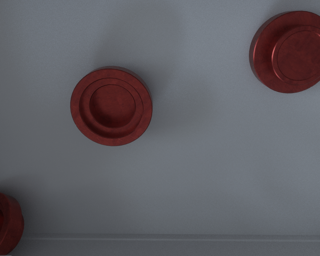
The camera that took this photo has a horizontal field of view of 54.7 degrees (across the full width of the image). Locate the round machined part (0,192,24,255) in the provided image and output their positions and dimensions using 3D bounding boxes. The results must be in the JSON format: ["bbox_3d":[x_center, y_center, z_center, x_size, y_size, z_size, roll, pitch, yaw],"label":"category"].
[{"bbox_3d":[-0.232,0.142,0.433,0.098,0.098,0.042,-27,144,9],"label":"round machined part"}]

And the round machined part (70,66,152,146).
[{"bbox_3d":[-0.058,-0.030,0.391,0.099,0.042,0.097,0,110,0],"label":"round machined part"}]

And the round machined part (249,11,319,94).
[{"bbox_3d":[0.162,-0.088,0.371,0.099,0.042,0.097,0,110,0],"label":"round machined part"}]
